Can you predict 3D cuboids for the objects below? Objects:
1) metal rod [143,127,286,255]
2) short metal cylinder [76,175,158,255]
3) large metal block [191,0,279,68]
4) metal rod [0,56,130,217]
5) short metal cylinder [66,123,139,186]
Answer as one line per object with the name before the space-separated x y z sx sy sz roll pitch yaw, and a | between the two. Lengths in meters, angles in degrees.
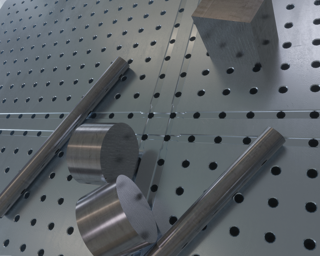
metal rod | 0.021 0.113 0.327 0.300 0.025 0.025 -45 51 -4
short metal cylinder | -0.045 0.098 0.337 0.050 0.080 0.080 -31 52 9
large metal block | 0.099 -0.130 0.401 0.080 0.080 0.050 22 74 36
metal rod | -0.151 0.008 0.482 0.025 0.025 0.300 31 79 38
short metal cylinder | -0.069 0.033 0.389 0.050 0.080 0.080 0 62 28
